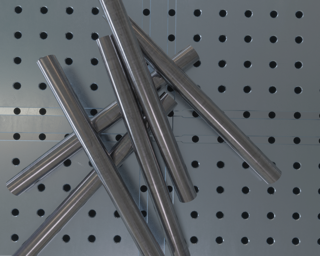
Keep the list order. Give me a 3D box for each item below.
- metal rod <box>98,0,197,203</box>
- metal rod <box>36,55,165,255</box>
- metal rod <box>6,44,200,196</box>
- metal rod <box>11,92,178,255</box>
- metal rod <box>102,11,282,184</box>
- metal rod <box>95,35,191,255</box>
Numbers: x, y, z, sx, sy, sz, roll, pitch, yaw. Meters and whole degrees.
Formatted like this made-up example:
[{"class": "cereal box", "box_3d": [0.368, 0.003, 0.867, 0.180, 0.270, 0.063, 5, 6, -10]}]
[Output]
[{"class": "metal rod", "box_3d": [-0.015, -0.041, 0.374, 0.025, 0.025, 0.299, -22, 106, 0]}, {"class": "metal rod", "box_3d": [-0.070, 0.046, 0.386, 0.025, 0.025, 0.299, -29, 90, 0]}, {"class": "metal rod", "box_3d": [-0.075, -0.011, 0.412, 0.300, 0.025, 0.025, -37, 90, 0]}, {"class": "metal rod", "box_3d": [-0.087, 0.070, 0.412, 0.025, 0.025, 0.300, 43, 90, 0]}, {"class": "metal rod", "box_3d": [0.046, -0.038, 0.394, 0.300, 0.025, 0.025, 44, 90, -8]}, {"class": "metal rod", "box_3d": [-0.018, 0.033, 0.391, 0.025, 0.025, 0.299, -19, 99, 0]}]
